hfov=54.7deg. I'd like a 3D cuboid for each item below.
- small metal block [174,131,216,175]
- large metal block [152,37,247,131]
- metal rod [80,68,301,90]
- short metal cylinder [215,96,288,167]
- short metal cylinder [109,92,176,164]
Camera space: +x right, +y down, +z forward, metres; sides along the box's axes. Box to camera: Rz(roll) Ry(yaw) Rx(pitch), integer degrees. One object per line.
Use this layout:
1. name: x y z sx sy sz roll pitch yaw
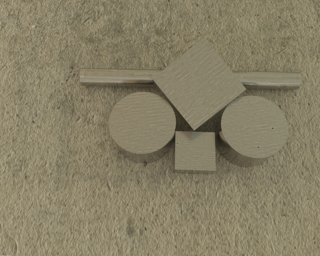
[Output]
1. small metal block: 0.044 0.032 0.398 0.050 0.025 0.050 2 70 0
2. large metal block: 0.048 -0.053 0.397 0.080 0.050 0.080 -39 91 1
3. metal rod: 0.042 -0.069 0.434 0.302 0.025 0.025 1 70 0
4. short metal cylinder: 0.113 0.006 0.394 0.081 0.050 0.080 0 70 0
5. short metal cylinder: -0.021 0.001 0.395 0.081 0.050 0.080 0 70 0
